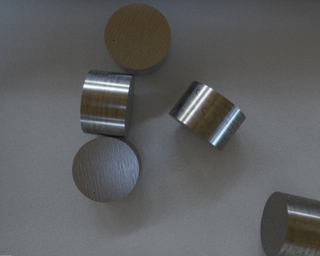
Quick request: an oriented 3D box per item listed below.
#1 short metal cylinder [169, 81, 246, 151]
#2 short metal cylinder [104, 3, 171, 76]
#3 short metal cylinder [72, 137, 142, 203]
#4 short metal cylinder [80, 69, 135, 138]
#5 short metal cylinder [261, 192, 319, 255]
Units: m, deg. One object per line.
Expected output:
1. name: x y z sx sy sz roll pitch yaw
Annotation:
1. short metal cylinder: 0.058 -0.014 0.384 0.080 0.080 0.050 36 90 0
2. short metal cylinder: -0.027 -0.111 0.398 0.081 0.050 0.080 0 90 0
3. short metal cylinder: -0.066 0.050 0.398 0.081 0.050 0.080 0 90 0
4. short metal cylinder: -0.062 -0.030 0.383 0.050 0.080 0.080 7 90 0
5. short metal cylinder: 0.165 0.124 0.385 0.050 0.080 0.080 12 90 0
